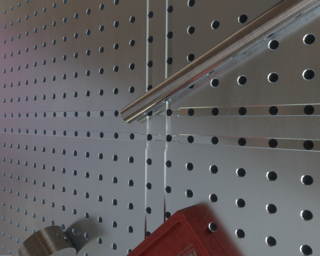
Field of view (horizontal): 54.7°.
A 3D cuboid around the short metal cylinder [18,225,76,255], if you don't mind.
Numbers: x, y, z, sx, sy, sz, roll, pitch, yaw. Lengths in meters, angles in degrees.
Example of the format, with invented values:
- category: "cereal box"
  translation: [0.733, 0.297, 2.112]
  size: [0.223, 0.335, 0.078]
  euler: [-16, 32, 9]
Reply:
- category: "short metal cylinder"
  translation: [-0.193, 0.216, 0.533]
  size: [0.050, 0.081, 0.080]
  euler: [43, 116, 31]

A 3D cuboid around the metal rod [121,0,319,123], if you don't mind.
- category: "metal rod"
  translation: [0.059, -0.077, 0.360]
  size: [0.299, 0.025, 0.025]
  euler: [-29, 72, 36]

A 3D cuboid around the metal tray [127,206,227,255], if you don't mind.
- category: "metal tray"
  translation: [0.018, 0.172, 0.390]
  size: [0.129, 0.030, 0.090]
  euler: [-49, 61, 28]
